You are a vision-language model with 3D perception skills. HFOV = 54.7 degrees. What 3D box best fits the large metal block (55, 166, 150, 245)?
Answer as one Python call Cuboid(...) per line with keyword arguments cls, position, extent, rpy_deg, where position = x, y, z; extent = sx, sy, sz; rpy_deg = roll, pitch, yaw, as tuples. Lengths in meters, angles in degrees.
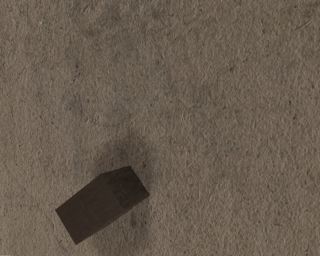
Cuboid(cls="large metal block", position=(-0.072, 0.097, 0.404), extent=(0.080, 0.080, 0.050), rpy_deg=(-39, 78, 16))
